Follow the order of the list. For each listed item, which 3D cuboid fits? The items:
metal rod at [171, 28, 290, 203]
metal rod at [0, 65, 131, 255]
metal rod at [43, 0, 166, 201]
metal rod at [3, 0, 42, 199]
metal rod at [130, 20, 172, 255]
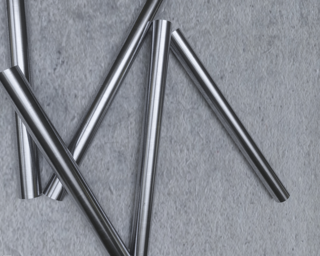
[{"bbox_3d":[0.103,-0.010,0.448,0.025,0.025,0.299,-40,103,-16],"label":"metal rod"},{"bbox_3d":[-0.091,0.071,0.352,0.025,0.025,0.299,-31,110,-18],"label":"metal rod"},{"bbox_3d":[-0.062,-0.053,0.386,0.025,0.025,0.299,29,80,-18],"label":"metal rod"},{"bbox_3d":[-0.158,-0.071,0.350,0.025,0.025,0.298,-4,92,-20],"label":"metal rod"},{"bbox_3d":[-0.012,0.014,0.398,0.025,0.025,0.298,5,91,-20],"label":"metal rod"}]
